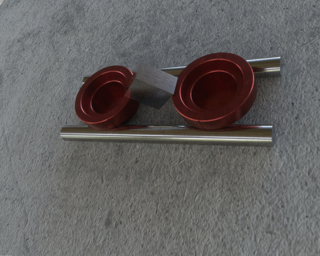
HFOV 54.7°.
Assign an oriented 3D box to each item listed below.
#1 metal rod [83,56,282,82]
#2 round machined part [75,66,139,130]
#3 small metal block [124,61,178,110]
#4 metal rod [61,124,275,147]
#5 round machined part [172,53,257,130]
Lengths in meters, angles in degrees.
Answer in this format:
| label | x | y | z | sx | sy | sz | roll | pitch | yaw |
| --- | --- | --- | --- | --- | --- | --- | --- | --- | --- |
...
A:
| label | x | y | z | sx | sy | sz | roll | pitch | yaw |
| --- | --- | --- | --- | --- | --- | --- | --- | --- | --- |
| metal rod | 0.013 | -0.075 | 0.443 | 0.300 | 0.025 | 0.025 | 0 | 62 | 28 |
| round machined part | -0.070 | -0.039 | 0.450 | 0.098 | 0.042 | 0.098 | -13 | 56 | 21 |
| small metal block | -0.012 | -0.052 | 0.394 | 0.050 | 0.050 | 0.025 | 138 | 150 | -61 |
| metal rod | -0.010 | 0.008 | 0.405 | 0.300 | 0.025 | 0.025 | 0 | 62 | 28 |
| round machined part | 0.068 | -0.040 | 0.377 | 0.098 | 0.042 | 0.098 | -13 | 56 | 21 |
